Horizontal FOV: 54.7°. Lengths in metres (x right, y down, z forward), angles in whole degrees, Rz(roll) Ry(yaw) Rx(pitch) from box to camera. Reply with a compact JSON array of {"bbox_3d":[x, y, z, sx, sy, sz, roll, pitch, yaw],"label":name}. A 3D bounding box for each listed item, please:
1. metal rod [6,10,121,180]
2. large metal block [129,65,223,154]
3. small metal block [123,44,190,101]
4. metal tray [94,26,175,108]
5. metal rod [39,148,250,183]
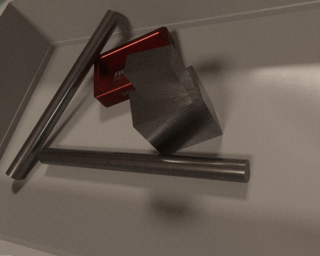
[{"bbox_3d":[-0.149,-0.054,0.488,0.025,0.025,0.299,27,85,37],"label":"metal rod"},{"bbox_3d":[0.020,-0.017,0.369,0.080,0.080,0.050,-22,54,15],"label":"large metal block"},{"bbox_3d":[-0.002,-0.055,0.321,0.050,0.050,0.025,-7,59,24],"label":"small metal block"},{"bbox_3d":[-0.039,-0.094,0.478,0.130,0.030,0.090,-19,54,16],"label":"metal tray"},{"bbox_3d":[-0.040,0.044,0.398,0.300,0.025,0.025,1,62,28],"label":"metal rod"}]
